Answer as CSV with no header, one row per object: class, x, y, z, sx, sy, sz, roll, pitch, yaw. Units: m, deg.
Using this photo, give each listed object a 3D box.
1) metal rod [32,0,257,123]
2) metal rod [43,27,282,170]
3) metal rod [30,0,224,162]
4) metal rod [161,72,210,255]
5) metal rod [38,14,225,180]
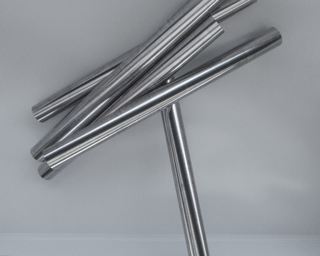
metal rod,-0.026,-0.087,0.378,0.301,0.025,0.025,-28,108,9
metal rod,0.008,-0.038,0.358,0.301,0.025,0.025,-29,108,-6
metal rod,-0.051,-0.054,0.365,0.299,0.025,0.025,-39,106,19
metal rod,0.032,0.074,0.375,0.025,0.025,0.298,-11,85,3
metal rod,-0.049,-0.025,0.382,0.299,0.025,0.025,-38,106,20
